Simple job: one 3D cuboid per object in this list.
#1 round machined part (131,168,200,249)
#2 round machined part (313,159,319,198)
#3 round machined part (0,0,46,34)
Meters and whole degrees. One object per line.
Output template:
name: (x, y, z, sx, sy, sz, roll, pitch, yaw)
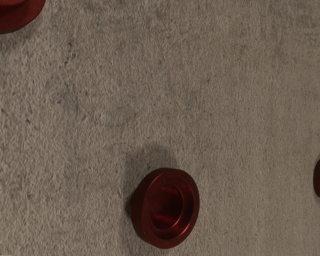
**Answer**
round machined part: (0.002, 0.100, 0.398, 0.099, 0.042, 0.097, 0, 90, -40)
round machined part: (0.411, 0.123, 0.744, 0.099, 0.042, 0.097, 0, 90, -40)
round machined part: (-0.148, -0.136, 0.270, 0.099, 0.042, 0.097, 0, 90, -40)
